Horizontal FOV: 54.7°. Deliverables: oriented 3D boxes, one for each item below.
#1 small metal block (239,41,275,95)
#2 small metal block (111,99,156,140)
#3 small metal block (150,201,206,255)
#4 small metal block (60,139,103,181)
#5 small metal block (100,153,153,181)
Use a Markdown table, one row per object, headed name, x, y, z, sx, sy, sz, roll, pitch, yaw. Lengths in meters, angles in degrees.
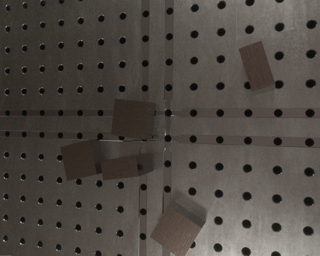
| name | x | y | z | sx | sy | sz | roll | pitch | yaw |
| --- | --- | --- | --- | --- | --- | --- | --- | --- | --- |
| small metal block | 0.113 | -0.067 | 0.359 | 0.025 | 0.050 | 0.050 | -17 | 84 | 19 |
| small metal block | -0.036 | -0.012 | 0.424 | 0.050 | 0.025 | 0.050 | 7 | 92 | 19 |
| small metal block | 0.023 | 0.132 | 0.404 | 0.050 | 0.025 | 0.050 | 31 | 100 | 17 |
| small metal block | -0.112 | 0.046 | 0.451 | 0.050 | 0.025 | 0.050 | -14 | 85 | 19 |
| small metal block | -0.043 | 0.051 | 0.413 | 0.050 | 0.050 | 0.025 | -9 | 87 | 19 |
